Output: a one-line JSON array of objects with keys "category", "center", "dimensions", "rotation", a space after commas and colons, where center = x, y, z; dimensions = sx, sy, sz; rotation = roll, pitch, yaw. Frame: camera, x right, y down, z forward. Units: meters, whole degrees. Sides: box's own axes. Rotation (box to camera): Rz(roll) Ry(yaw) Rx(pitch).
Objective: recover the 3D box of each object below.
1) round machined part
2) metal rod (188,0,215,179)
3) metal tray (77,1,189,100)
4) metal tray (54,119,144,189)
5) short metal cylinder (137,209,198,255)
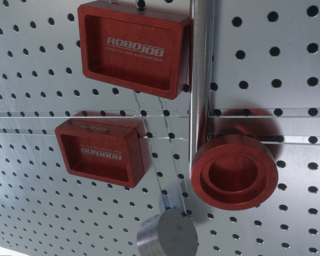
[{"category": "round machined part", "center": [0.087, 0.049, 0.373], "dimensions": [0.099, 0.042, 0.097], "rotation": [3, 120, 6]}, {"category": "metal rod", "center": [0.045, -0.063, 0.348], "dimensions": [0.025, 0.025, 0.298], "rotation": [11, 123, 22]}, {"category": "metal tray", "center": [-0.032, -0.093, 0.367], "dimensions": [0.130, 0.030, 0.089], "rotation": [17, 125, 18]}, {"category": "metal tray", "center": [-0.094, 0.039, 0.481], "dimensions": [0.130, 0.030, 0.089], "rotation": [7, 122, 24]}, {"category": "short metal cylinder", "center": [0.012, 0.170, 0.475], "dimensions": [0.080, 0.080, 0.050], "rotation": [49, 129, -6]}]
